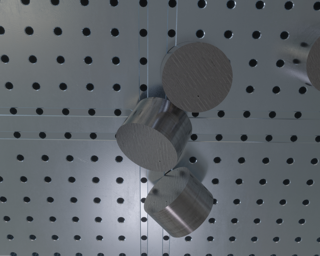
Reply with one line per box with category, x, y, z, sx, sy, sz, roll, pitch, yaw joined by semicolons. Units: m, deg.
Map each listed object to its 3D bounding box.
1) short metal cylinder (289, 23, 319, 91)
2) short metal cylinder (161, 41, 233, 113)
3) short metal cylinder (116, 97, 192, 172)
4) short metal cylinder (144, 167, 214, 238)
short metal cylinder;0.205;-0.084;0.371;0.081;0.050;0.079;0;110;0
short metal cylinder;0.042;-0.063;0.374;0.081;0.050;0.079;-1;107;-2
short metal cylinder;-0.006;0.009;0.384;0.080;0.050;0.080;17;137;17
short metal cylinder;0.025;0.099;0.421;0.080;0.080;0.050;-39;106;13
